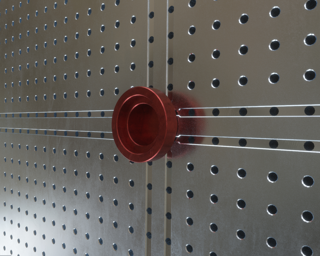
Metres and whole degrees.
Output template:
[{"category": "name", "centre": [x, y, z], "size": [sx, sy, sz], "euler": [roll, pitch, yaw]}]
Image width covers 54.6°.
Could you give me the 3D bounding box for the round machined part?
[{"category": "round machined part", "centre": [-0.016, -0.004, 0.412], "size": [0.098, 0.042, 0.097], "euler": [0, 90, 40]}]
